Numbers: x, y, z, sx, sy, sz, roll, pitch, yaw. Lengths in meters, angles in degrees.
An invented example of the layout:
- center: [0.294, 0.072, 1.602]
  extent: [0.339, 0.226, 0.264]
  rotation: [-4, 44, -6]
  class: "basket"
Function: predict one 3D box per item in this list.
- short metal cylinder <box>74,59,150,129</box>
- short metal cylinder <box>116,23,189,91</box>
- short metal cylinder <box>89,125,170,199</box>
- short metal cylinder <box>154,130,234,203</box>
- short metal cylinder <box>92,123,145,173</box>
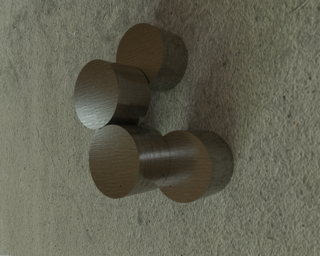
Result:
- center: [-0.058, -0.038, 0.372]
  extent: [0.080, 0.050, 0.080]
  rotation: [0, 90, 40]
  class: "short metal cylinder"
- center: [-0.011, -0.088, 0.399]
  extent: [0.080, 0.050, 0.080]
  rotation: [0, 90, 40]
  class: "short metal cylinder"
- center: [-0.035, 0.036, 0.353]
  extent: [0.080, 0.050, 0.080]
  rotation: [0, 90, 39]
  class: "short metal cylinder"
- center: [0.037, 0.042, 0.359]
  extent: [0.080, 0.050, 0.080]
  rotation: [0, 90, 40]
  class: "short metal cylinder"
- center: [-0.051, 0.030, 0.432]
  extent: [0.080, 0.050, 0.080]
  rotation: [0, 90, 40]
  class: "short metal cylinder"
